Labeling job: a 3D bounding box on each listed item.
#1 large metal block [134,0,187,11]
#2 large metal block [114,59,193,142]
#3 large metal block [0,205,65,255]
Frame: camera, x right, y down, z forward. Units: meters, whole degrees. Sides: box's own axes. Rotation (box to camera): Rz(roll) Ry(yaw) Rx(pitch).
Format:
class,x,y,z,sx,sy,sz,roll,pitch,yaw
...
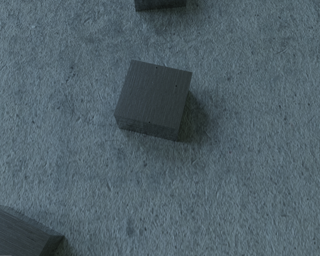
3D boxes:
class,x,y,z,sx,sy,sz,roll,pitch,yaw
large metal block,-0.003,-0.234,0.480,0.081,0.050,0.080,-7,70,-3
large metal block,-0.007,-0.035,0.407,0.080,0.050,0.080,13,71,4
large metal block,-0.169,0.139,0.343,0.080,0.050,0.080,24,72,8
